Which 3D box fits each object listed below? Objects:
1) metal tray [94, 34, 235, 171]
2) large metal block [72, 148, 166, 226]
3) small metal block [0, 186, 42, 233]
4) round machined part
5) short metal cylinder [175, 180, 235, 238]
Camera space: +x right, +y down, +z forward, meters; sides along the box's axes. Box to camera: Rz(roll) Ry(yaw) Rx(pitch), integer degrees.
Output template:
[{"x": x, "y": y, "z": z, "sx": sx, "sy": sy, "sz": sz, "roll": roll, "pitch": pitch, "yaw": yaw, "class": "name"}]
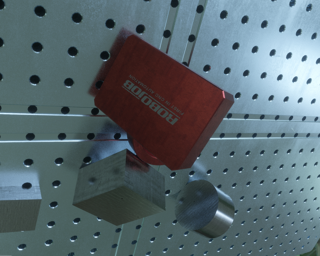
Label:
[{"x": -0.001, "y": -0.029, "z": 0.324, "sx": 0.090, "sy": 0.130, "sz": 0.030, "roll": -59, "pitch": 153, "yaw": 14, "class": "metal tray"}, {"x": -0.049, "y": 0.079, "z": 0.395, "sx": 0.080, "sy": 0.050, "sz": 0.080, "roll": -25, "pitch": 135, "yaw": 26, "class": "large metal block"}, {"x": -0.176, "y": 0.099, "z": 0.376, "sx": 0.050, "sy": 0.025, "sz": 0.050, "roll": 6, "pitch": 115, "yaw": -31, "class": "small metal block"}, {"x": 0.003, "y": -0.004, "z": 0.398, "sx": 0.099, "sy": 0.042, "sz": 0.097, "roll": -14, "pitch": 123, "yaw": -22, "class": "round machined part"}, {"x": 0.071, "y": 0.129, "z": 0.494, "sx": 0.080, "sy": 0.080, "sz": 0.050, "roll": -48, "pitch": 129, "yaw": 5, "class": "short metal cylinder"}]
